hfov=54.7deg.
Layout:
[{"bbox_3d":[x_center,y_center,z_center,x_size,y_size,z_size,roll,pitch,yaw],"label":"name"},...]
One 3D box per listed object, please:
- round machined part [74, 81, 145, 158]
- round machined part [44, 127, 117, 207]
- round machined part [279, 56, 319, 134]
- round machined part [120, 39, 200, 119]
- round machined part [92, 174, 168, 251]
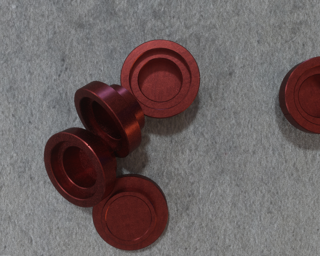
[{"bbox_3d":[-0.057,-0.015,0.381,0.042,0.098,0.098,-39,91,-31],"label":"round machined part"},{"bbox_3d":[-0.093,0.045,0.385,0.098,0.042,0.097,11,113,28],"label":"round machined part"},{"bbox_3d":[0.204,-0.041,0.404,0.099,0.042,0.097,0,90,-1],"label":"round machined part"},{"bbox_3d":[0.000,-0.061,0.401,0.099,0.042,0.097,0,90,-1],"label":"round machined part"},{"bbox_3d":[-0.039,0.111,0.401,0.099,0.042,0.097,0,90,-1],"label":"round machined part"}]
